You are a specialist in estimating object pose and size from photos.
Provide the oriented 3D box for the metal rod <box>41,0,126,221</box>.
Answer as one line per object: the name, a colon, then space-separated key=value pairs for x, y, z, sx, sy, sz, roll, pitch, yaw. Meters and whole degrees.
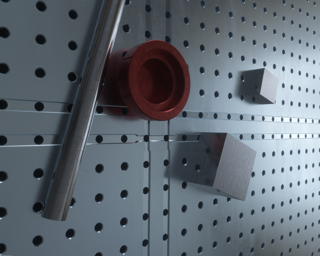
metal rod: x=-0.076 y=-0.051 z=0.344 sx=0.025 sy=0.025 sz=0.299 roll=21 pitch=77 yaw=-38

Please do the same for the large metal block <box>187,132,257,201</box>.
large metal block: x=0.096 y=0.059 z=0.474 sx=0.080 sy=0.050 sz=0.080 roll=29 pitch=72 yaw=-36

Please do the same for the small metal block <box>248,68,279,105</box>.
small metal block: x=0.190 y=-0.076 z=0.569 sx=0.050 sy=0.025 sz=0.050 roll=22 pitch=76 yaw=-38

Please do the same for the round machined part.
round machined part: x=-0.011 y=-0.057 z=0.389 sx=0.099 sy=0.042 sz=0.097 roll=0 pitch=90 yaw=-40
